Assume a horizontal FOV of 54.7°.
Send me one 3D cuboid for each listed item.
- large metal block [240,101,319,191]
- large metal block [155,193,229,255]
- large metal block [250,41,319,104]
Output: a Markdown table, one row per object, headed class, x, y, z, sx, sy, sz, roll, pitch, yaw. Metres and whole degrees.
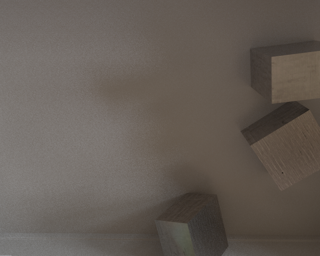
| class | x | y | z | sx | sy | sz | roll | pitch | yaw |
| --- | --- | --- | --- | --- | --- | --- | --- | --- | --- |
| large metal block | 0.167 | 0.022 | 0.407 | 0.080 | 0.050 | 0.080 | -34 | 107 | 11 |
| large metal block | 0.046 | 0.143 | 0.420 | 0.050 | 0.081 | 0.080 | -7 | 101 | 38 |
| large metal block | 0.156 | -0.068 | 0.358 | 0.080 | 0.080 | 0.050 | -7 | 110 | 2 |
